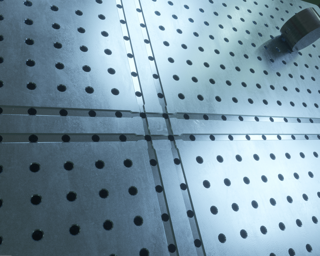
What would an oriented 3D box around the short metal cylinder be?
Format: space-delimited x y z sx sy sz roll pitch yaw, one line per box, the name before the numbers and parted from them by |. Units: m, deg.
short metal cylinder | 0.309 -0.211 0.668 0.081 0.080 0.050 -16 70 -34
